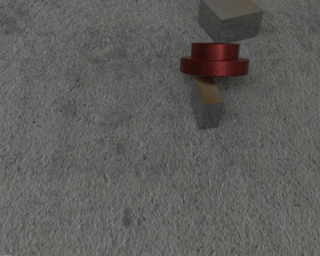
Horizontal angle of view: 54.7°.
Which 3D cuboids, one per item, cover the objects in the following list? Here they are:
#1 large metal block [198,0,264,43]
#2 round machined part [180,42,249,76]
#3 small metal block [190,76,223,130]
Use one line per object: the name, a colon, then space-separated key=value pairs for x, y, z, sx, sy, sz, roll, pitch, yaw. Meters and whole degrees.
large metal block: x=0.123 y=-0.199 z=0.555 sx=0.081 sy=0.050 sz=0.080 roll=-16 pitch=52 yaw=-13
round machined part: x=0.079 y=-0.102 z=0.448 sx=0.099 sy=0.042 sz=0.098 roll=1 pitch=16 yaw=0
small metal block: x=0.061 y=-0.034 z=0.415 sx=0.025 sy=0.050 sz=0.050 roll=-8 pitch=51 yaw=-7
